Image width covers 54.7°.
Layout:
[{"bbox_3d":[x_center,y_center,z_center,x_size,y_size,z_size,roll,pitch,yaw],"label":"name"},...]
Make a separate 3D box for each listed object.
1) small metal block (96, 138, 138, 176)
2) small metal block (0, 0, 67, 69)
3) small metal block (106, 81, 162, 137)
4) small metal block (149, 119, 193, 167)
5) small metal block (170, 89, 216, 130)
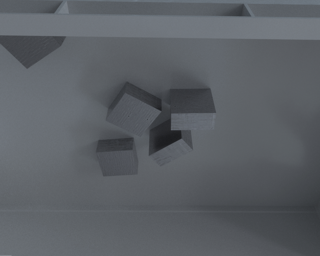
[{"bbox_3d":[-0.060,0.042,0.444,0.050,0.025,0.050,-4,130,3],"label":"small metal block"},{"bbox_3d":[-0.137,-0.098,0.324,0.050,0.025,0.050,-26,126,20],"label":"small metal block"},{"bbox_3d":[-0.033,-0.023,0.389,0.050,0.025,0.050,26,125,-21],"label":"small metal block"},{"bbox_3d":[0.013,0.015,0.406,0.050,0.050,0.025,-29,124,22],"label":"small metal block"},{"bbox_3d":[0.038,-0.023,0.373,0.050,0.050,0.025,-1,130,0],"label":"small metal block"}]
